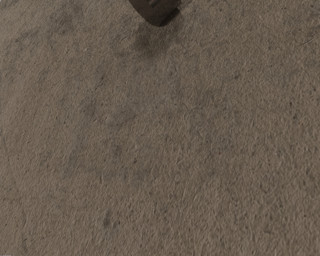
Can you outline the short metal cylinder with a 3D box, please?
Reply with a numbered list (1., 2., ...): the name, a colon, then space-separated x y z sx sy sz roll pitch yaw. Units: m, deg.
1. short metal cylinder: -0.012 -0.215 0.505 0.050 0.080 0.080 -46 52 -4
